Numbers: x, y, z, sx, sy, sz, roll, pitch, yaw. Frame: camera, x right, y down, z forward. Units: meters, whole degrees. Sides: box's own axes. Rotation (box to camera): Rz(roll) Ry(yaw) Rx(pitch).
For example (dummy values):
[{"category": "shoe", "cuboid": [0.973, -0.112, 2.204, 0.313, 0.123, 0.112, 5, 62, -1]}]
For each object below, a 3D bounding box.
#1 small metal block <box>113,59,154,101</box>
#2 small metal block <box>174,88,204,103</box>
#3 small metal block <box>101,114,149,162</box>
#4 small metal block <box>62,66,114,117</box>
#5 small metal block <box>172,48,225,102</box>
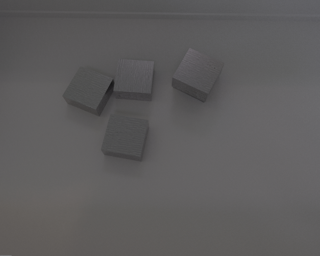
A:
[{"category": "small metal block", "cuboid": [-0.035, -0.067, 0.434, 0.050, 0.025, 0.050, 5, 70, 1]}, {"category": "small metal block", "cuboid": [0.053, -0.072, 0.436, 0.050, 0.025, 0.050, 28, 72, 9]}, {"category": "small metal block", "cuboid": [-0.044, 0.013, 0.405, 0.050, 0.025, 0.050, 10, 70, 3]}, {"category": "small metal block", "cuboid": [-0.097, -0.051, 0.427, 0.050, 0.025, 0.050, 22, 71, 8]}, {"category": "small metal block", "cuboid": [0.050, -0.070, 0.409, 0.050, 0.025, 0.050, 26, 72, 9]}]
